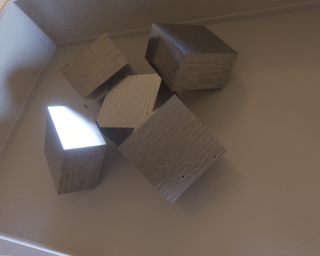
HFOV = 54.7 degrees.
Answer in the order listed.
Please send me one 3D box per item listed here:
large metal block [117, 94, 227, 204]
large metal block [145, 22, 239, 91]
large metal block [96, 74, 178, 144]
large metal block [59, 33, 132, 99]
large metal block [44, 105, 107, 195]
[{"bbox_3d":[0.011,0.021,0.341,0.080,0.050,0.080,-43,96,-3],"label":"large metal block"},{"bbox_3d":[0.038,-0.093,0.398,0.081,0.050,0.080,-7,43,-29],"label":"large metal block"},{"bbox_3d":[-0.030,-0.024,0.417,0.080,0.050,0.080,1,62,28],"label":"large metal block"},{"bbox_3d":[-0.090,-0.087,0.459,0.080,0.080,0.050,-39,94,2],"label":"large metal block"},{"bbox_3d":[-0.114,0.027,0.405,0.080,0.050,0.079,55,138,39],"label":"large metal block"}]
